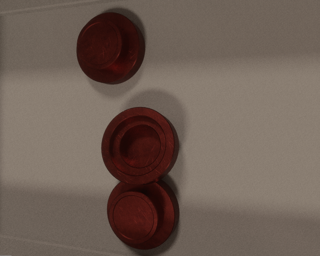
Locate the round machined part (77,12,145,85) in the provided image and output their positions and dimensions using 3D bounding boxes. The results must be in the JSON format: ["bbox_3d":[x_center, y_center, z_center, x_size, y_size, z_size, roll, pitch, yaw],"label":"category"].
[{"bbox_3d":[-0.074,-0.111,0.426,0.098,0.042,0.097,0,90,19],"label":"round machined part"}]

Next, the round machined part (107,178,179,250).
[{"bbox_3d":[-0.027,0.113,0.410,0.098,0.042,0.097,0,90,19],"label":"round machined part"}]

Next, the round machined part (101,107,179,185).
[{"bbox_3d":[-0.022,0.025,0.403,0.098,0.042,0.098,-3,79,18],"label":"round machined part"}]
